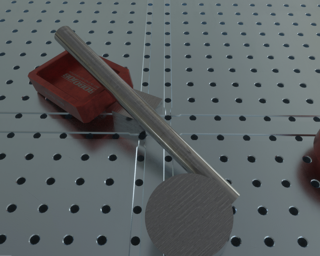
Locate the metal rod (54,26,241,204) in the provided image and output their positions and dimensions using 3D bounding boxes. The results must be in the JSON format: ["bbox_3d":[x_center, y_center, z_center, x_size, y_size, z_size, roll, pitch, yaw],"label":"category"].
[{"bbox_3d":[-0.024,-0.021,0.375,0.300,0.025,0.025,45,62,13],"label":"metal rod"}]

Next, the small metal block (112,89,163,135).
[{"bbox_3d":[-0.030,-0.024,0.427,0.050,0.025,0.050,21,53,16],"label":"small metal block"}]

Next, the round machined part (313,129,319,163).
[{"bbox_3d":[0.235,0.033,0.372,0.099,0.042,0.098,0,50,0],"label":"round machined part"}]

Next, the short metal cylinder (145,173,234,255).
[{"bbox_3d":[0.030,0.091,0.304,0.080,0.050,0.080,-4,61,7],"label":"short metal cylinder"}]

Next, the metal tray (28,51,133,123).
[{"bbox_3d":[-0.114,-0.068,0.442,0.130,0.030,0.090,30,59,33],"label":"metal tray"}]
